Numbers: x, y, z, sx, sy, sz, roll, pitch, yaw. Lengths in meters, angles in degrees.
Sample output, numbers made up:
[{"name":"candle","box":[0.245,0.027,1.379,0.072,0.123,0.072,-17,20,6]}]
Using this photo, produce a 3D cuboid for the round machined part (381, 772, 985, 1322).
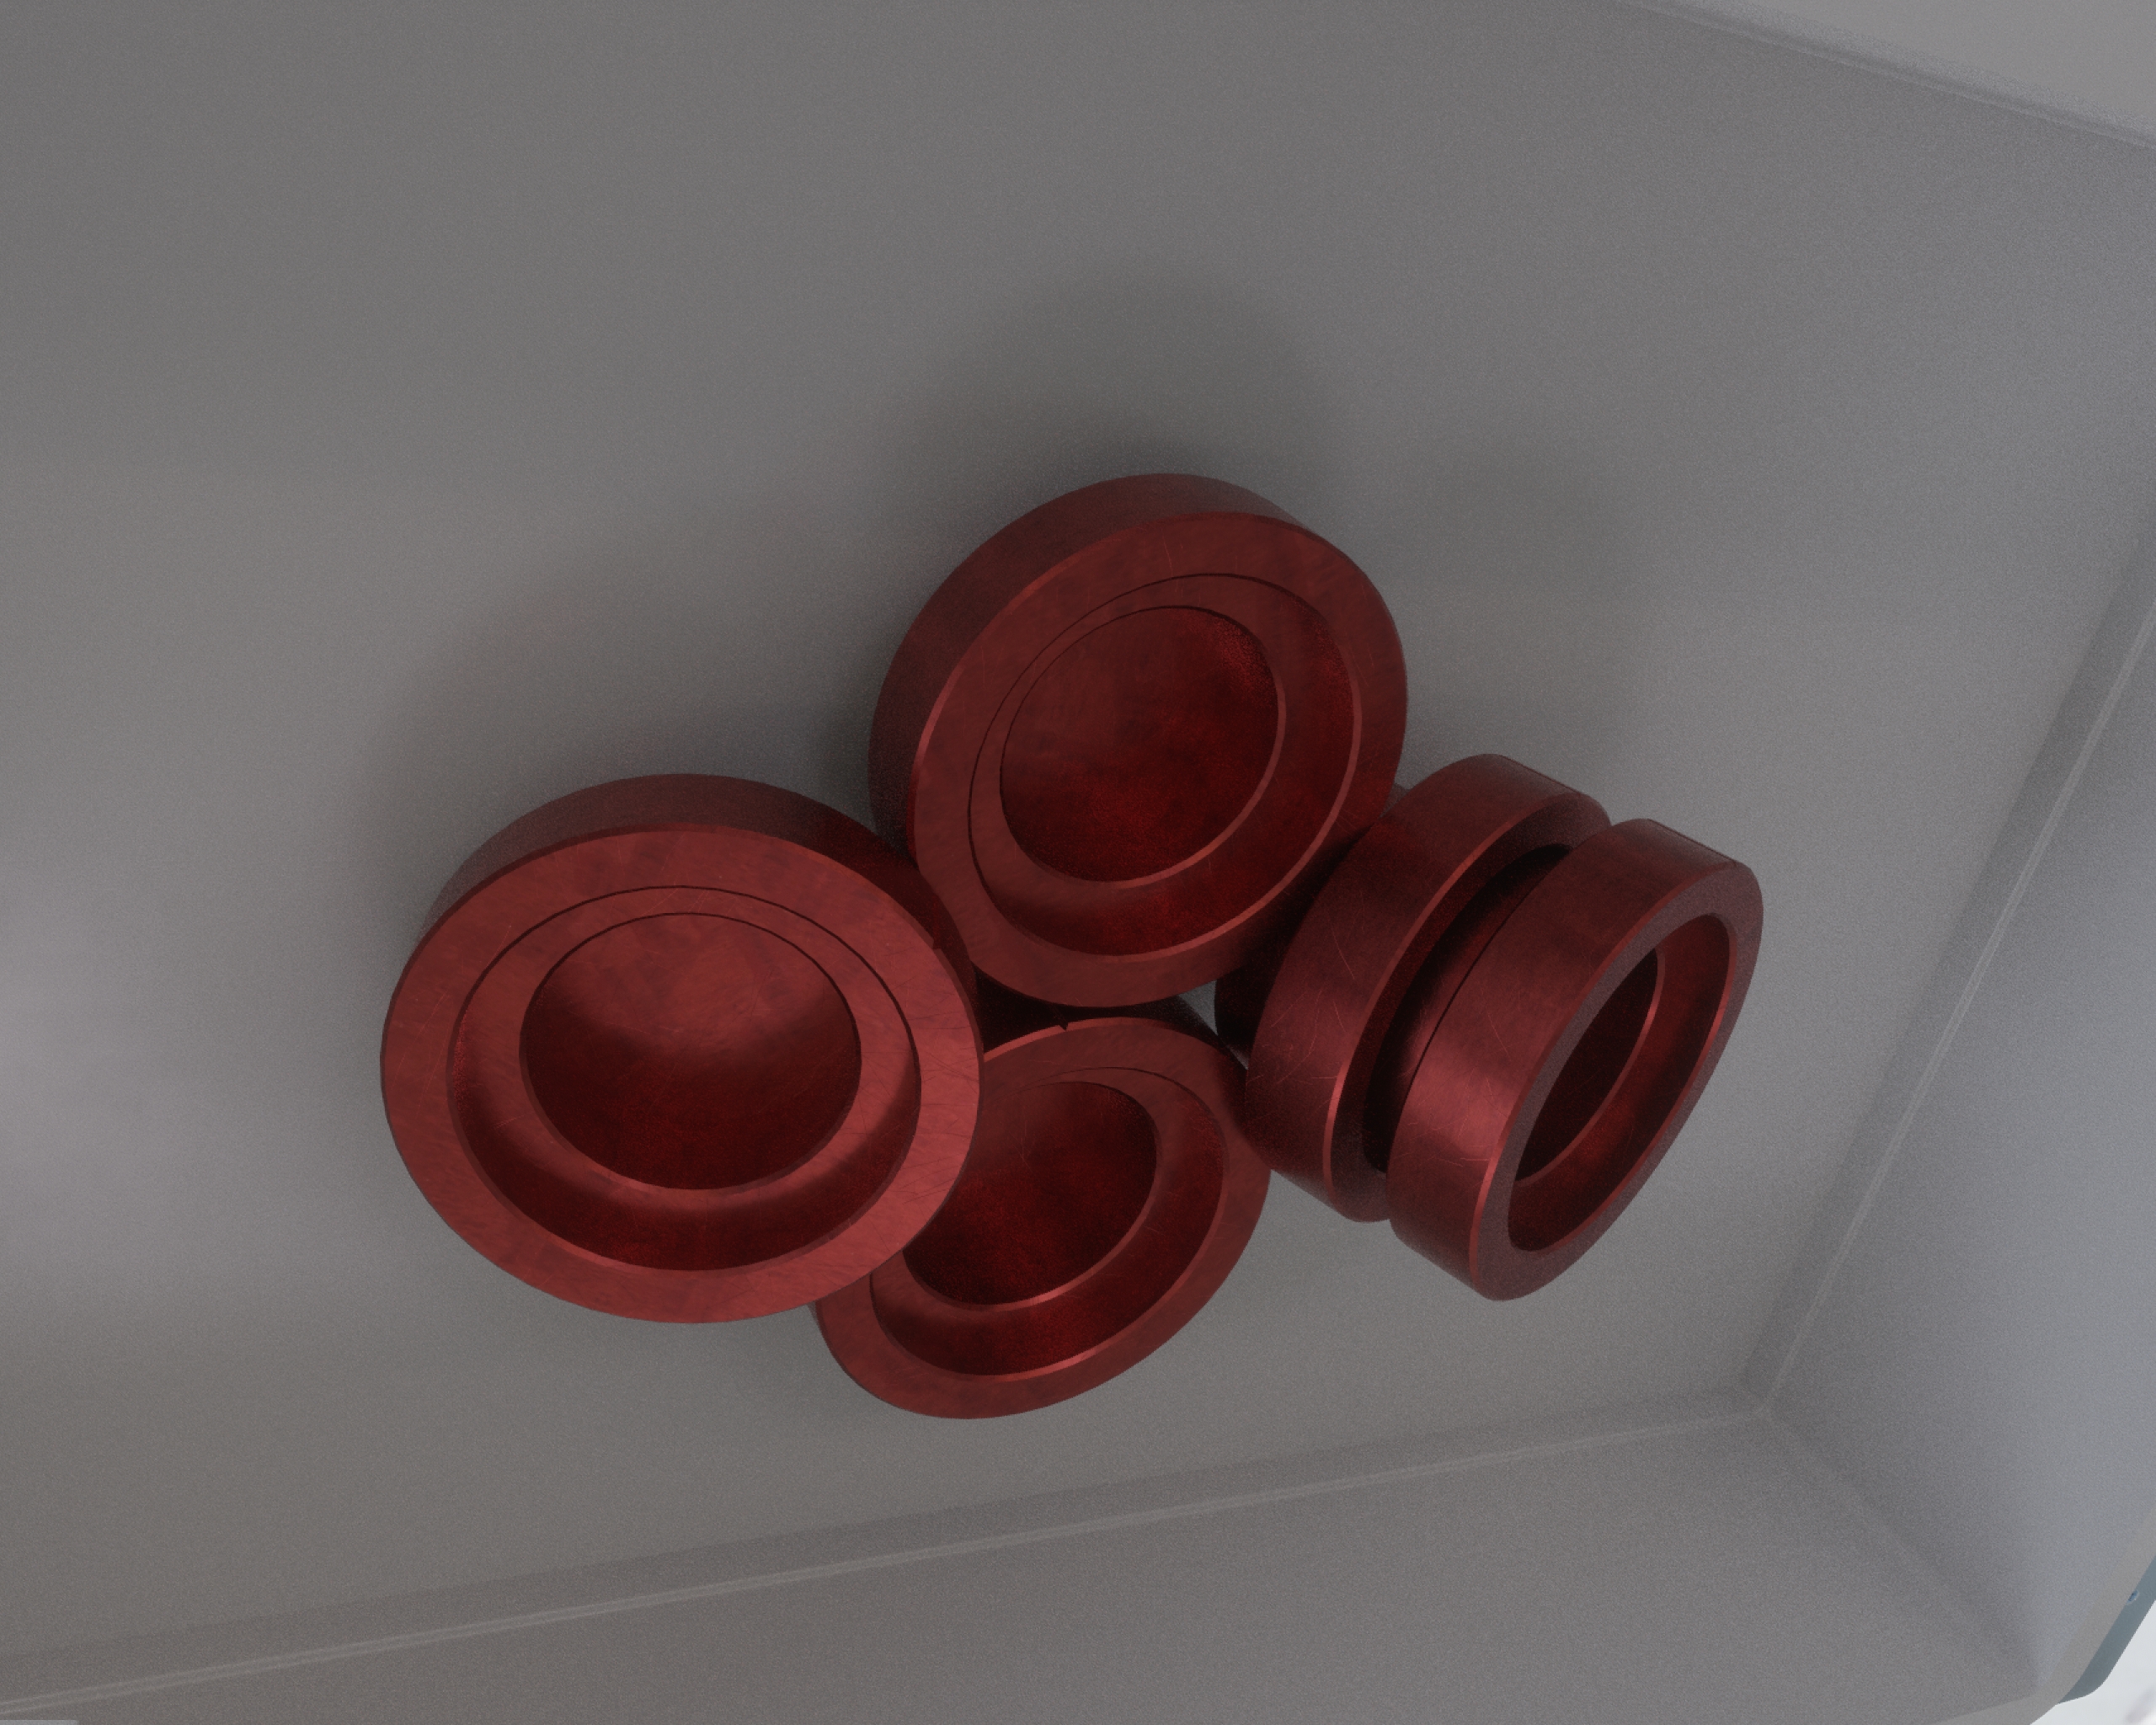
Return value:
[{"name":"round machined part","box":[-0.066,0.028,0.364,0.099,0.042,0.097,-2,116,-4]}]

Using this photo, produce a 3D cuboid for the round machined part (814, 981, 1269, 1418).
[{"name":"round machined part","box":[-0.013,0.062,0.426,0.099,0.042,0.097,-14,124,-21]}]

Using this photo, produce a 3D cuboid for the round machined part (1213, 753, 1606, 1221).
[{"name":"round machined part","box":[0.066,0.021,0.431,0.099,0.042,0.097,-33,139,-34]}]

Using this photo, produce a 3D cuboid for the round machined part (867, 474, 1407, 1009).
[{"name":"round machined part","box":[0.008,-0.025,0.383,0.099,0.042,0.097,-14,124,-21]}]

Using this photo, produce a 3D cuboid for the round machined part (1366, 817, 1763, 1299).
[{"name":"round machined part","box":[0.091,0.034,0.416,0.099,0.042,0.097,-33,140,-34]}]
